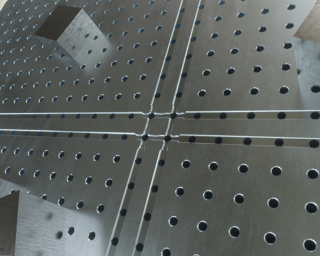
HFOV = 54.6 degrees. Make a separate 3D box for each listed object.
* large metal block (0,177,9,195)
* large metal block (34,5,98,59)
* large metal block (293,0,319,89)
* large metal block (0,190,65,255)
[{"bbox_3d":[-0.304,0.100,0.493,0.080,0.050,0.080,16,70,34],"label":"large metal block"},{"bbox_3d":[-0.184,-0.190,0.607,0.080,0.050,0.080,23,74,36],"label":"large metal block"},{"bbox_3d":[0.190,-0.094,0.331,0.050,0.080,0.080,29,78,37],"label":"large metal block"},{"bbox_3d":[-0.163,0.133,0.379,0.050,0.080,0.080,-24,53,14],"label":"large metal block"}]
